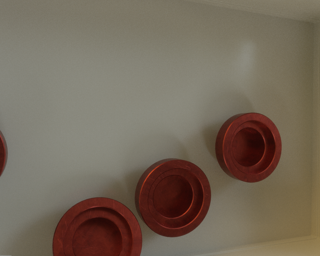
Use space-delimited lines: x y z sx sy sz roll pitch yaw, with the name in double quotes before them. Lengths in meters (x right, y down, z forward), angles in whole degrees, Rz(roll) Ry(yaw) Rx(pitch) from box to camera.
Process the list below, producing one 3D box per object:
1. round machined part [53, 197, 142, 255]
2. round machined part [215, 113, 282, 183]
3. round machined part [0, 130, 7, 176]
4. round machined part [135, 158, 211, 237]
"round machined part" -0.073 0.135 0.362 0.099 0.042 0.098 9 60 -15
"round machined part" 0.123 0.027 0.449 0.099 0.042 0.097 0 90 -21
"round machined part" -0.213 0.028 0.323 0.099 0.042 0.097 0 90 -21
"round machined part" 0.014 0.088 0.408 0.099 0.042 0.097 0 90 -21
